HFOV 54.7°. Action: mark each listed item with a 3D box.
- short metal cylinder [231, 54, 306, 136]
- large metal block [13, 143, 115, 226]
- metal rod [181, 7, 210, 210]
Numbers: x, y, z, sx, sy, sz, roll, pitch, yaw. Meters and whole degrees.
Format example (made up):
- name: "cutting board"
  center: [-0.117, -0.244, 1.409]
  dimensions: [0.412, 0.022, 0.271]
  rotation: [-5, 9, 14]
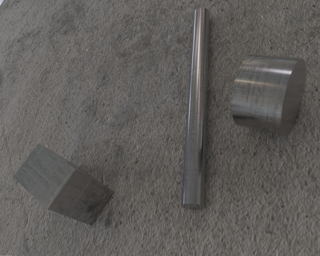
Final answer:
- name: "short metal cylinder"
  center: [0.117, -0.036, 0.329]
  dimensions: [0.050, 0.080, 0.080]
  rotation: [15, 69, 34]
- name: "large metal block"
  center: [-0.118, 0.071, 0.387]
  dimensions: [0.080, 0.080, 0.050]
  rotation: [24, 75, 36]
- name: "metal rod"
  center: [0.050, -0.046, 0.405]
  dimensions: [0.025, 0.025, 0.299]
  rotation: [-8, 58, 24]
